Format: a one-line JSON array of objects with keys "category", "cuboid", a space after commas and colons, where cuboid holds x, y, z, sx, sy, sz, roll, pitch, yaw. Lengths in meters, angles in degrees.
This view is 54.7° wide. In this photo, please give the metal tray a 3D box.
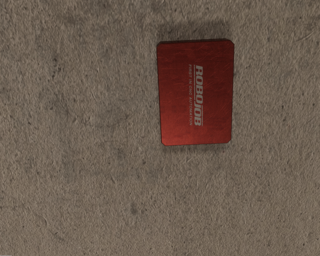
[{"category": "metal tray", "cuboid": [0.044, -0.044, 0.392, 0.091, 0.030, 0.129, -3, 110, 0]}]
